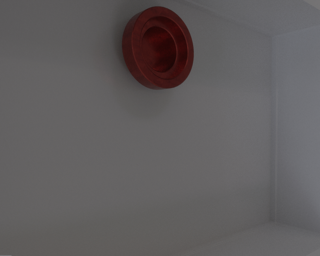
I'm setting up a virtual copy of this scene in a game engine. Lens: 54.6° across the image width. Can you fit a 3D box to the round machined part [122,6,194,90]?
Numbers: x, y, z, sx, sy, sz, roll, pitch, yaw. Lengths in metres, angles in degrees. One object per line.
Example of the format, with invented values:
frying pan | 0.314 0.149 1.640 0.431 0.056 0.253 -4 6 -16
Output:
round machined part | -0.007 -0.096 0.389 0.099 0.042 0.097 0 90 -40
